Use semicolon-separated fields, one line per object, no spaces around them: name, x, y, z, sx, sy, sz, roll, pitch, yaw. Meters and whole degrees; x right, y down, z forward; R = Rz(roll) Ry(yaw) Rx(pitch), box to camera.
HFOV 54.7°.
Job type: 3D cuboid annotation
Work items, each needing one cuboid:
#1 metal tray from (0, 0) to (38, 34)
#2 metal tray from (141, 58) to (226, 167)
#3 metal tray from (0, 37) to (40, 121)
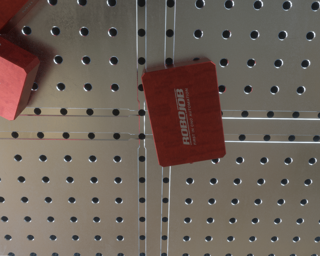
metal tray;-0.172;-0.180;0.342;0.130;0.030;0.090;-40;106;13
metal tray;0.032;-0.018;0.405;0.091;0.030;0.129;-10;110;3
metal tray;-0.218;-0.074;0.364;0.131;0.030;0.089;28;129;-11
